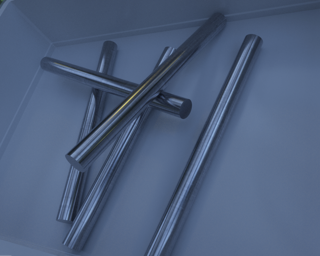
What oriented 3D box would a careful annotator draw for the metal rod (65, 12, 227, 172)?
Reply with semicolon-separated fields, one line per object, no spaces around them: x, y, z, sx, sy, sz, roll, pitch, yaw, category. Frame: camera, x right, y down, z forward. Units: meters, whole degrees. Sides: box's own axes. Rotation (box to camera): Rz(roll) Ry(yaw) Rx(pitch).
0.002;-0.062;0.382;0.025;0.025;0.301;18;52;34;metal rod

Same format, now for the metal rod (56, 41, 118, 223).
-0.103;-0.012;0.464;0.025;0.025;0.299;-7;59;24;metal rod

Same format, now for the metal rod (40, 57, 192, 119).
-0.084;-0.067;0.455;0.300;0.025;0.025;21;73;35;metal rod

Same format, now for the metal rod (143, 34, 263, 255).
0.059;0.012;0.366;0.025;0.025;0.300;15;69;34;metal rod

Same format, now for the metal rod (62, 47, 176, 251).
-0.044;0.014;0.418;0.025;0.025;0.300;14;68;33;metal rod
